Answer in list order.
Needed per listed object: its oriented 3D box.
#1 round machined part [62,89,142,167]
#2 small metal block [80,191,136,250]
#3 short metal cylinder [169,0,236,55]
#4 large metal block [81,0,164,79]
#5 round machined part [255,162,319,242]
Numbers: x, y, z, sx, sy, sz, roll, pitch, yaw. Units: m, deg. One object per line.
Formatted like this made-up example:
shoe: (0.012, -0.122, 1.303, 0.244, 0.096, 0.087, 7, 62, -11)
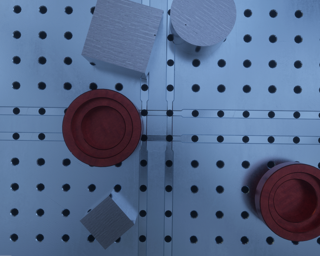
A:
round machined part: (-0.072, 0.000, 0.404, 0.099, 0.042, 0.097, 0, 90, 0)
small metal block: (-0.068, 0.122, 0.413, 0.050, 0.025, 0.050, -41, 90, 0)
short metal cylinder: (0.053, -0.139, 0.401, 0.081, 0.050, 0.080, 0, 90, 0)
large metal block: (-0.046, -0.116, 0.400, 0.080, 0.050, 0.080, 16, 90, 0)
round machined part: (0.173, 0.093, 0.406, 0.099, 0.042, 0.097, 0, 90, 0)
